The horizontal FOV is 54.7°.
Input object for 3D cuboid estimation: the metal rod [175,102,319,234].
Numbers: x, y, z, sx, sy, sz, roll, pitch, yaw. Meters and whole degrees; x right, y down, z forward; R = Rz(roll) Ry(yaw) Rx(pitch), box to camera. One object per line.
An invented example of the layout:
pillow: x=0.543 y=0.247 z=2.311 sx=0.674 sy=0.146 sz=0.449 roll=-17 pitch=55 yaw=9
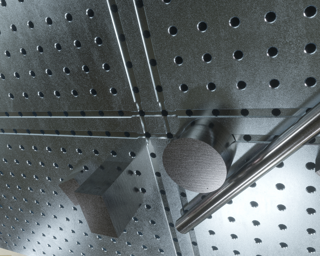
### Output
metal rod: x=0.106 y=0.063 z=0.393 sx=0.025 sy=0.025 sz=0.298 roll=39 pitch=129 yaw=1

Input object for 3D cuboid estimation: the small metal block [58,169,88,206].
small metal block: x=-0.144 y=0.107 z=0.551 sx=0.050 sy=0.025 sz=0.050 roll=-26 pitch=105 yaw=36

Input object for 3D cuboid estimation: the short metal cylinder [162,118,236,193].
short metal cylinder: x=0.050 y=0.034 z=0.389 sx=0.080 sy=0.050 sz=0.079 roll=13 pitch=124 yaw=20

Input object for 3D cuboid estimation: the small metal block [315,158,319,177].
small metal block: x=0.206 y=0.045 z=0.331 sx=0.050 sy=0.025 sz=0.050 roll=42 pitch=129 yaw=-2

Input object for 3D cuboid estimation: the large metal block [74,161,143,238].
large metal block: x=-0.076 y=0.108 z=0.480 sx=0.050 sy=0.080 sz=0.080 roll=0 pitch=119 yaw=28
